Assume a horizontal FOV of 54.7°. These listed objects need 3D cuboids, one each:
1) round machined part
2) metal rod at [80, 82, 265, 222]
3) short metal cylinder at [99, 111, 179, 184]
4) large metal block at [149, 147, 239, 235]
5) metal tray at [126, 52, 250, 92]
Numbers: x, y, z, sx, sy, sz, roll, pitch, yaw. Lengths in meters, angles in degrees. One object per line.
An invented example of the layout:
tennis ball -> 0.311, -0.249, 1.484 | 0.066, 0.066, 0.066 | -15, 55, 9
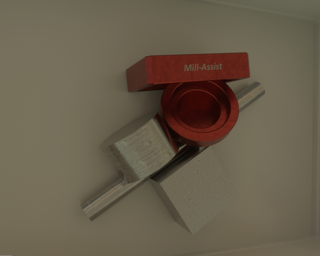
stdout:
round machined part -> 0.049, -0.020, 0.404 | 0.099, 0.042, 0.098 | 2, 66, -4
metal rod -> 0.029, 0.022, 0.421 | 0.302, 0.025, 0.025 | -34, 102, -17
short metal cylinder -> -0.024, 0.022, 0.372 | 0.080, 0.080, 0.050 | -35, 102, -17
large metal block -> 0.043, 0.078, 0.412 | 0.080, 0.050, 0.080 | -35, 102, -17
metal tray -> 0.032, -0.068, 0.386 | 0.131, 0.090, 0.030 | -7, 93, -21
